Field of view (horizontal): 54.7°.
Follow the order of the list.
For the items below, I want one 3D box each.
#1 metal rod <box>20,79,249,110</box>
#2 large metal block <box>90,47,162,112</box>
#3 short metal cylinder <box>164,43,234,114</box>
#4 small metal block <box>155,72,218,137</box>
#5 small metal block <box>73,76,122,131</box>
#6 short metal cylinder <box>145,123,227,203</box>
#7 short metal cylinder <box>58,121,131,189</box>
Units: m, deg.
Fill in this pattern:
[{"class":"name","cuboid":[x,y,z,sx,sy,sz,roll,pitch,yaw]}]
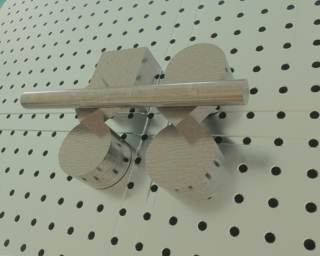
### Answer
[{"class":"metal rod","cuboid":[-0.052,-0.036,0.361,0.300,0.025,0.025,1,62,28]},{"class":"large metal block","cuboid":[-0.053,-0.070,0.463,0.080,0.050,0.080,1,62,29]},{"class":"short metal cylinder","cuboid":[0.053,-0.063,0.403,0.080,0.050,0.080,-13,56,21]},{"class":"small metal block","cuboid":[0.027,-0.027,0.347,0.050,0.025,0.050,-42,51,-1]},{"class":"small metal block","cuboid":[-0.084,-0.032,0.409,0.050,0.025,0.050,-34,51,5]},{"class":"short metal cylinder","cuboid":[0.031,0.039,0.352,0.080,0.050,0.080,-13,56,21]},{"class":"short metal cylinder","cuboid":[-0.087,0.035,0.415,0.080,0.050,0.080,-13,56,21]}]
